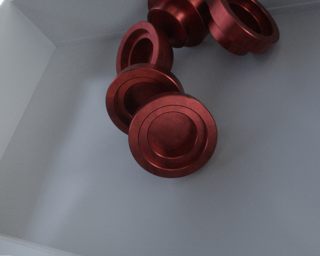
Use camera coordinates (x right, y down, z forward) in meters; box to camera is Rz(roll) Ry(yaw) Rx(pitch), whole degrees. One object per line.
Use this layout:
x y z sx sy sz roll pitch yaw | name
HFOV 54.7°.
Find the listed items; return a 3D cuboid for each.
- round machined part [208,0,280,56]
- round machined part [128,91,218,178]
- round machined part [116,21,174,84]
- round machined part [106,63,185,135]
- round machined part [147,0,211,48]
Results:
0.102 -0.132 0.399 0.042 0.099 0.098 -45 40 45 | round machined part
0.014 0.005 0.360 0.098 0.098 0.042 -32 17 7 | round machined part
-0.018 -0.099 0.446 0.098 0.042 0.097 -8 79 48 | round machined part
-0.016 -0.036 0.398 0.098 0.098 0.042 -19 25 17 | round machined part
0.021 -0.152 0.437 0.098 0.098 0.042 24 67 36 | round machined part
